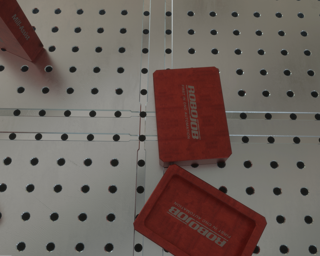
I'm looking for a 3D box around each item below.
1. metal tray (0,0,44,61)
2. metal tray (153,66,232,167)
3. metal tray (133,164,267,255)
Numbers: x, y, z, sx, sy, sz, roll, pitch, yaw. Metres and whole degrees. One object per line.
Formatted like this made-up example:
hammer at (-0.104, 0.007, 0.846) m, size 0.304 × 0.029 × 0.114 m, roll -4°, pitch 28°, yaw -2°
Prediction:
metal tray at (-0.220, -0.149, 0.408) m, size 0.090 × 0.130 × 0.030 m, roll 24°, pitch 72°, yaw 8°
metal tray at (0.040, -0.017, 0.416) m, size 0.091 × 0.030 × 0.129 m, roll -4°, pitch 70°, yaw -2°
metal tray at (0.046, 0.114, 0.367) m, size 0.130 × 0.030 × 0.090 m, roll 30°, pitch 73°, yaw 10°
